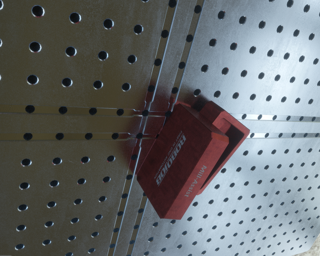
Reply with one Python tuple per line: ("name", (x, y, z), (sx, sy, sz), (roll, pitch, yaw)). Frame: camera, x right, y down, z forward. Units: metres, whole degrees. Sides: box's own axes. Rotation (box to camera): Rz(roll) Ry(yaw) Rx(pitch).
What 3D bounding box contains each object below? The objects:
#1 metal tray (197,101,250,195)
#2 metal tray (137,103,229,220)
("metal tray", (0.065, 0.034, 0.457), (0.090, 0.030, 0.130), (29, 101, -45))
("metal tray", (0.024, 0.044, 0.410), (0.030, 0.090, 0.129), (17, 109, -35))
